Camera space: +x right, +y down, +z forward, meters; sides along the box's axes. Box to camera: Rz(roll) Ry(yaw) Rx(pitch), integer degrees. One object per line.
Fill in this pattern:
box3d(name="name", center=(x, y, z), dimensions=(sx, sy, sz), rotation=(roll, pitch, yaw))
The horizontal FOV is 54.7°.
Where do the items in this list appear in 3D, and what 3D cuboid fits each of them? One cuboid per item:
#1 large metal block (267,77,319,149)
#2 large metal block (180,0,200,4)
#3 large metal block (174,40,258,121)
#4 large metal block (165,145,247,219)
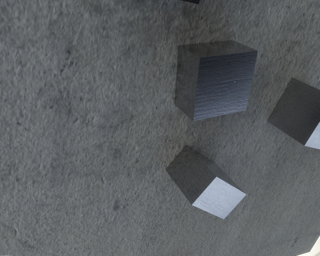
box3d(name="large metal block", center=(0.231, -0.023, 0.486), dimensions=(0.050, 0.080, 0.079), rotation=(11, 113, -34))
box3d(name="large metal block", center=(0.001, -0.168, 0.288), dimensions=(0.081, 0.050, 0.079), rotation=(-1, 119, -29))
box3d(name="large metal block", center=(0.068, -0.062, 0.391), dimensions=(0.081, 0.050, 0.079), rotation=(-12, 124, -22))
box3d(name="large metal block", center=(0.067, 0.080, 0.459), dimensions=(0.080, 0.080, 0.050), rotation=(33, 100, -39))
